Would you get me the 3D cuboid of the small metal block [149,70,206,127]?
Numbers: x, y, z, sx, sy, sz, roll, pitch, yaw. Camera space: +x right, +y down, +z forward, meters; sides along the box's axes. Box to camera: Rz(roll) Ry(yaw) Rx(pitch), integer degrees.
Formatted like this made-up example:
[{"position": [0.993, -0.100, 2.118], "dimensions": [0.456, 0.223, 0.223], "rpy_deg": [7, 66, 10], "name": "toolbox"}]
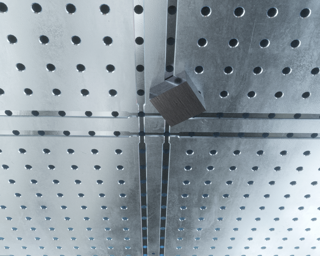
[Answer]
[{"position": [0.022, -0.035, 0.382], "dimensions": [0.050, 0.025, 0.050], "rpy_deg": [-26, 126, 20], "name": "small metal block"}]
